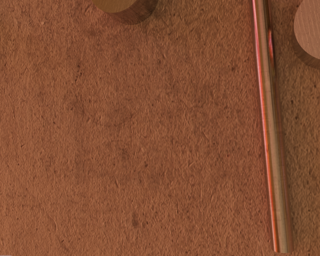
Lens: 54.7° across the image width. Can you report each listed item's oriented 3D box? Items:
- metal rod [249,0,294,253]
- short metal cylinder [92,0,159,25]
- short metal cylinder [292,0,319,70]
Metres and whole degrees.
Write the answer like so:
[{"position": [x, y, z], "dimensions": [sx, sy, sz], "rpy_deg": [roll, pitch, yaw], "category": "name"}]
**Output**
[{"position": [0.130, -0.009, 0.362], "dimensions": [0.025, 0.025, 0.298], "rpy_deg": [-5, 88, 20], "category": "metal rod"}, {"position": [-0.047, -0.185, 0.412], "dimensions": [0.080, 0.050, 0.079], "rpy_deg": [0, 90, 20], "category": "short metal cylinder"}, {"position": [0.185, -0.106, 0.330], "dimensions": [0.080, 0.050, 0.079], "rpy_deg": [0, 90, 20], "category": "short metal cylinder"}]
